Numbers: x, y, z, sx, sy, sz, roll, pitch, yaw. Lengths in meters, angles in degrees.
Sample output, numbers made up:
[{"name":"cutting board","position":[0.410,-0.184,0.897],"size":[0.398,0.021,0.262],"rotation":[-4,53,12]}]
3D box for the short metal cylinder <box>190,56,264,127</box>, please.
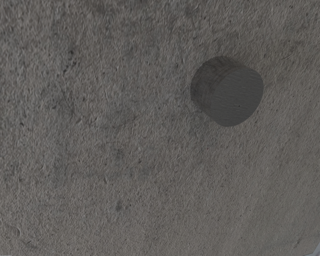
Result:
[{"name":"short metal cylinder","position":[0.087,-0.048,0.407],"size":[0.081,0.050,0.080],"rotation":[-14,124,-21]}]
